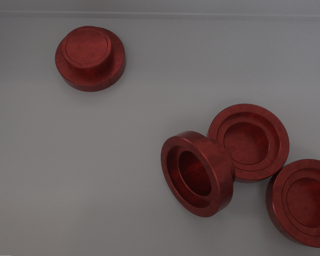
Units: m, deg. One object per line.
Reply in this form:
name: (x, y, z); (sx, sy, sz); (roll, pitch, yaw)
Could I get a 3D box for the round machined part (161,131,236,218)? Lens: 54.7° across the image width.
round machined part: (0.047, 0.049, 0.358); (0.042, 0.097, 0.098); (-22, 70, -32)

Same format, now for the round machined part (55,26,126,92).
round machined part: (-0.099, -0.104, 0.438); (0.099, 0.042, 0.098); (0, 70, 0)

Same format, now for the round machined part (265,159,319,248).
round machined part: (0.173, 0.089, 0.367); (0.099, 0.042, 0.098); (1, 73, -3)

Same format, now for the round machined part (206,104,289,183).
round machined part: (0.107, 0.022, 0.393); (0.099, 0.042, 0.098); (0, 70, 0)
